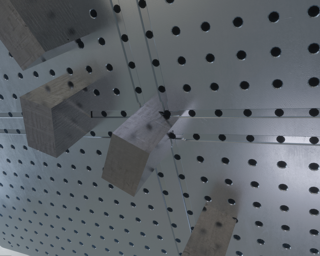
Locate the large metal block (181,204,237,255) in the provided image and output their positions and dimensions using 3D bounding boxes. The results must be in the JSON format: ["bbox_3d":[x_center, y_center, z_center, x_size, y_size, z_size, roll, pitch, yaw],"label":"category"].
[{"bbox_3d":[0.064,0.173,0.449,0.050,0.080,0.079,25,127,13],"label":"large metal block"}]

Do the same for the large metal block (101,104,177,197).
[{"bbox_3d":[-0.027,0.028,0.408,0.050,0.080,0.079,28,128,10],"label":"large metal block"}]

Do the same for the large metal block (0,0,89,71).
[{"bbox_3d":[-0.148,-0.127,0.376,0.050,0.080,0.080,-23,106,36],"label":"large metal block"}]

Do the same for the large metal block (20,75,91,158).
[{"bbox_3d":[-0.144,-0.018,0.441,0.050,0.080,0.079,19,126,17],"label":"large metal block"}]
